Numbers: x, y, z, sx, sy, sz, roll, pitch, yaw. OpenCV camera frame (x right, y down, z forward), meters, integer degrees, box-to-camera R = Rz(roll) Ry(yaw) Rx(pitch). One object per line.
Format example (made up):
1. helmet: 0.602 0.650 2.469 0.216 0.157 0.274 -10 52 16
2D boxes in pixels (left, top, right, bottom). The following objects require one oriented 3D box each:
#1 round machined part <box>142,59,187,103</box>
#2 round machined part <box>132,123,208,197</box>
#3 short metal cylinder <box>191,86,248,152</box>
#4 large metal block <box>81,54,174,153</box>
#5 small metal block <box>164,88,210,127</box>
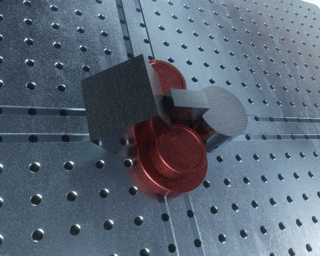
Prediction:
1. round machined part: -0.003 -0.056 0.430 0.099 0.042 0.098 14 56 -21
2. round machined part: 0.018 0.033 0.387 0.099 0.042 0.098 14 56 -21
3. short metal cylinder: 0.076 -0.013 0.439 0.081 0.050 0.080 14 56 -21
4. large metal block: -0.039 -0.027 0.361 0.050 0.080 0.080 44 28 -62
5. small metal block: 0.026 -0.024 0.392 0.050 0.050 0.025 1 61 -28
